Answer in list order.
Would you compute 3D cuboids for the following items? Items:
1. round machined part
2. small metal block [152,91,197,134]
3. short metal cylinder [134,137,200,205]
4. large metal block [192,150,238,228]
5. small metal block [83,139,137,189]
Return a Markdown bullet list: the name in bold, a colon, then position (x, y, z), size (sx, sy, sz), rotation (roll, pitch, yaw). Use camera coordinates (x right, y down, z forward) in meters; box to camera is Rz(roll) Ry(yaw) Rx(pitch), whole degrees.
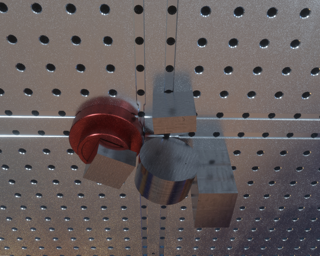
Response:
- **round machined part**: position (-0.073, 0.020, 0.416), size (0.099, 0.042, 0.097), rotation (0, 130, 0)
- **small metal block**: position (0.017, -0.019, 0.379), size (0.050, 0.050, 0.025), rotation (-3, 130, 2)
- **short metal cylinder**: position (0.008, 0.057, 0.424), size (0.081, 0.080, 0.050), rotation (8, 130, -7)
- **large metal block**: position (0.075, 0.088, 0.452), size (0.050, 0.080, 0.079), rotation (0, 130, 0)
- **small metal block**: position (-0.064, 0.047, 0.396), size (0.050, 0.025, 0.050), rotation (22, 127, -18)
